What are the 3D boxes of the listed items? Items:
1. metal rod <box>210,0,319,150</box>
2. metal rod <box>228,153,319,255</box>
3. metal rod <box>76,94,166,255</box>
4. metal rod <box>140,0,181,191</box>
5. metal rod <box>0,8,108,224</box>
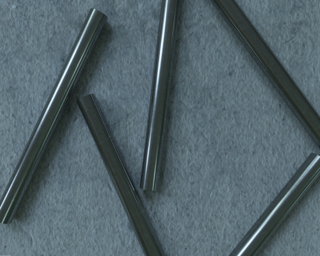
[{"bbox_3d":[0.149,-0.080,0.411,0.025,0.025,0.299,-36,90,0],"label":"metal rod"},{"bbox_3d":[0.118,0.157,0.411,0.025,0.025,0.300,39,90,-1],"label":"metal rod"},{"bbox_3d":[-0.038,0.096,0.409,0.025,0.025,0.299,-24,90,0],"label":"metal rod"},{"bbox_3d":[0.003,-0.068,0.409,0.025,0.025,0.298,7,90,-1],"label":"metal rod"},{"bbox_3d":[-0.143,-0.016,0.408,0.025,0.025,0.299,25,90,-1],"label":"metal rod"}]
